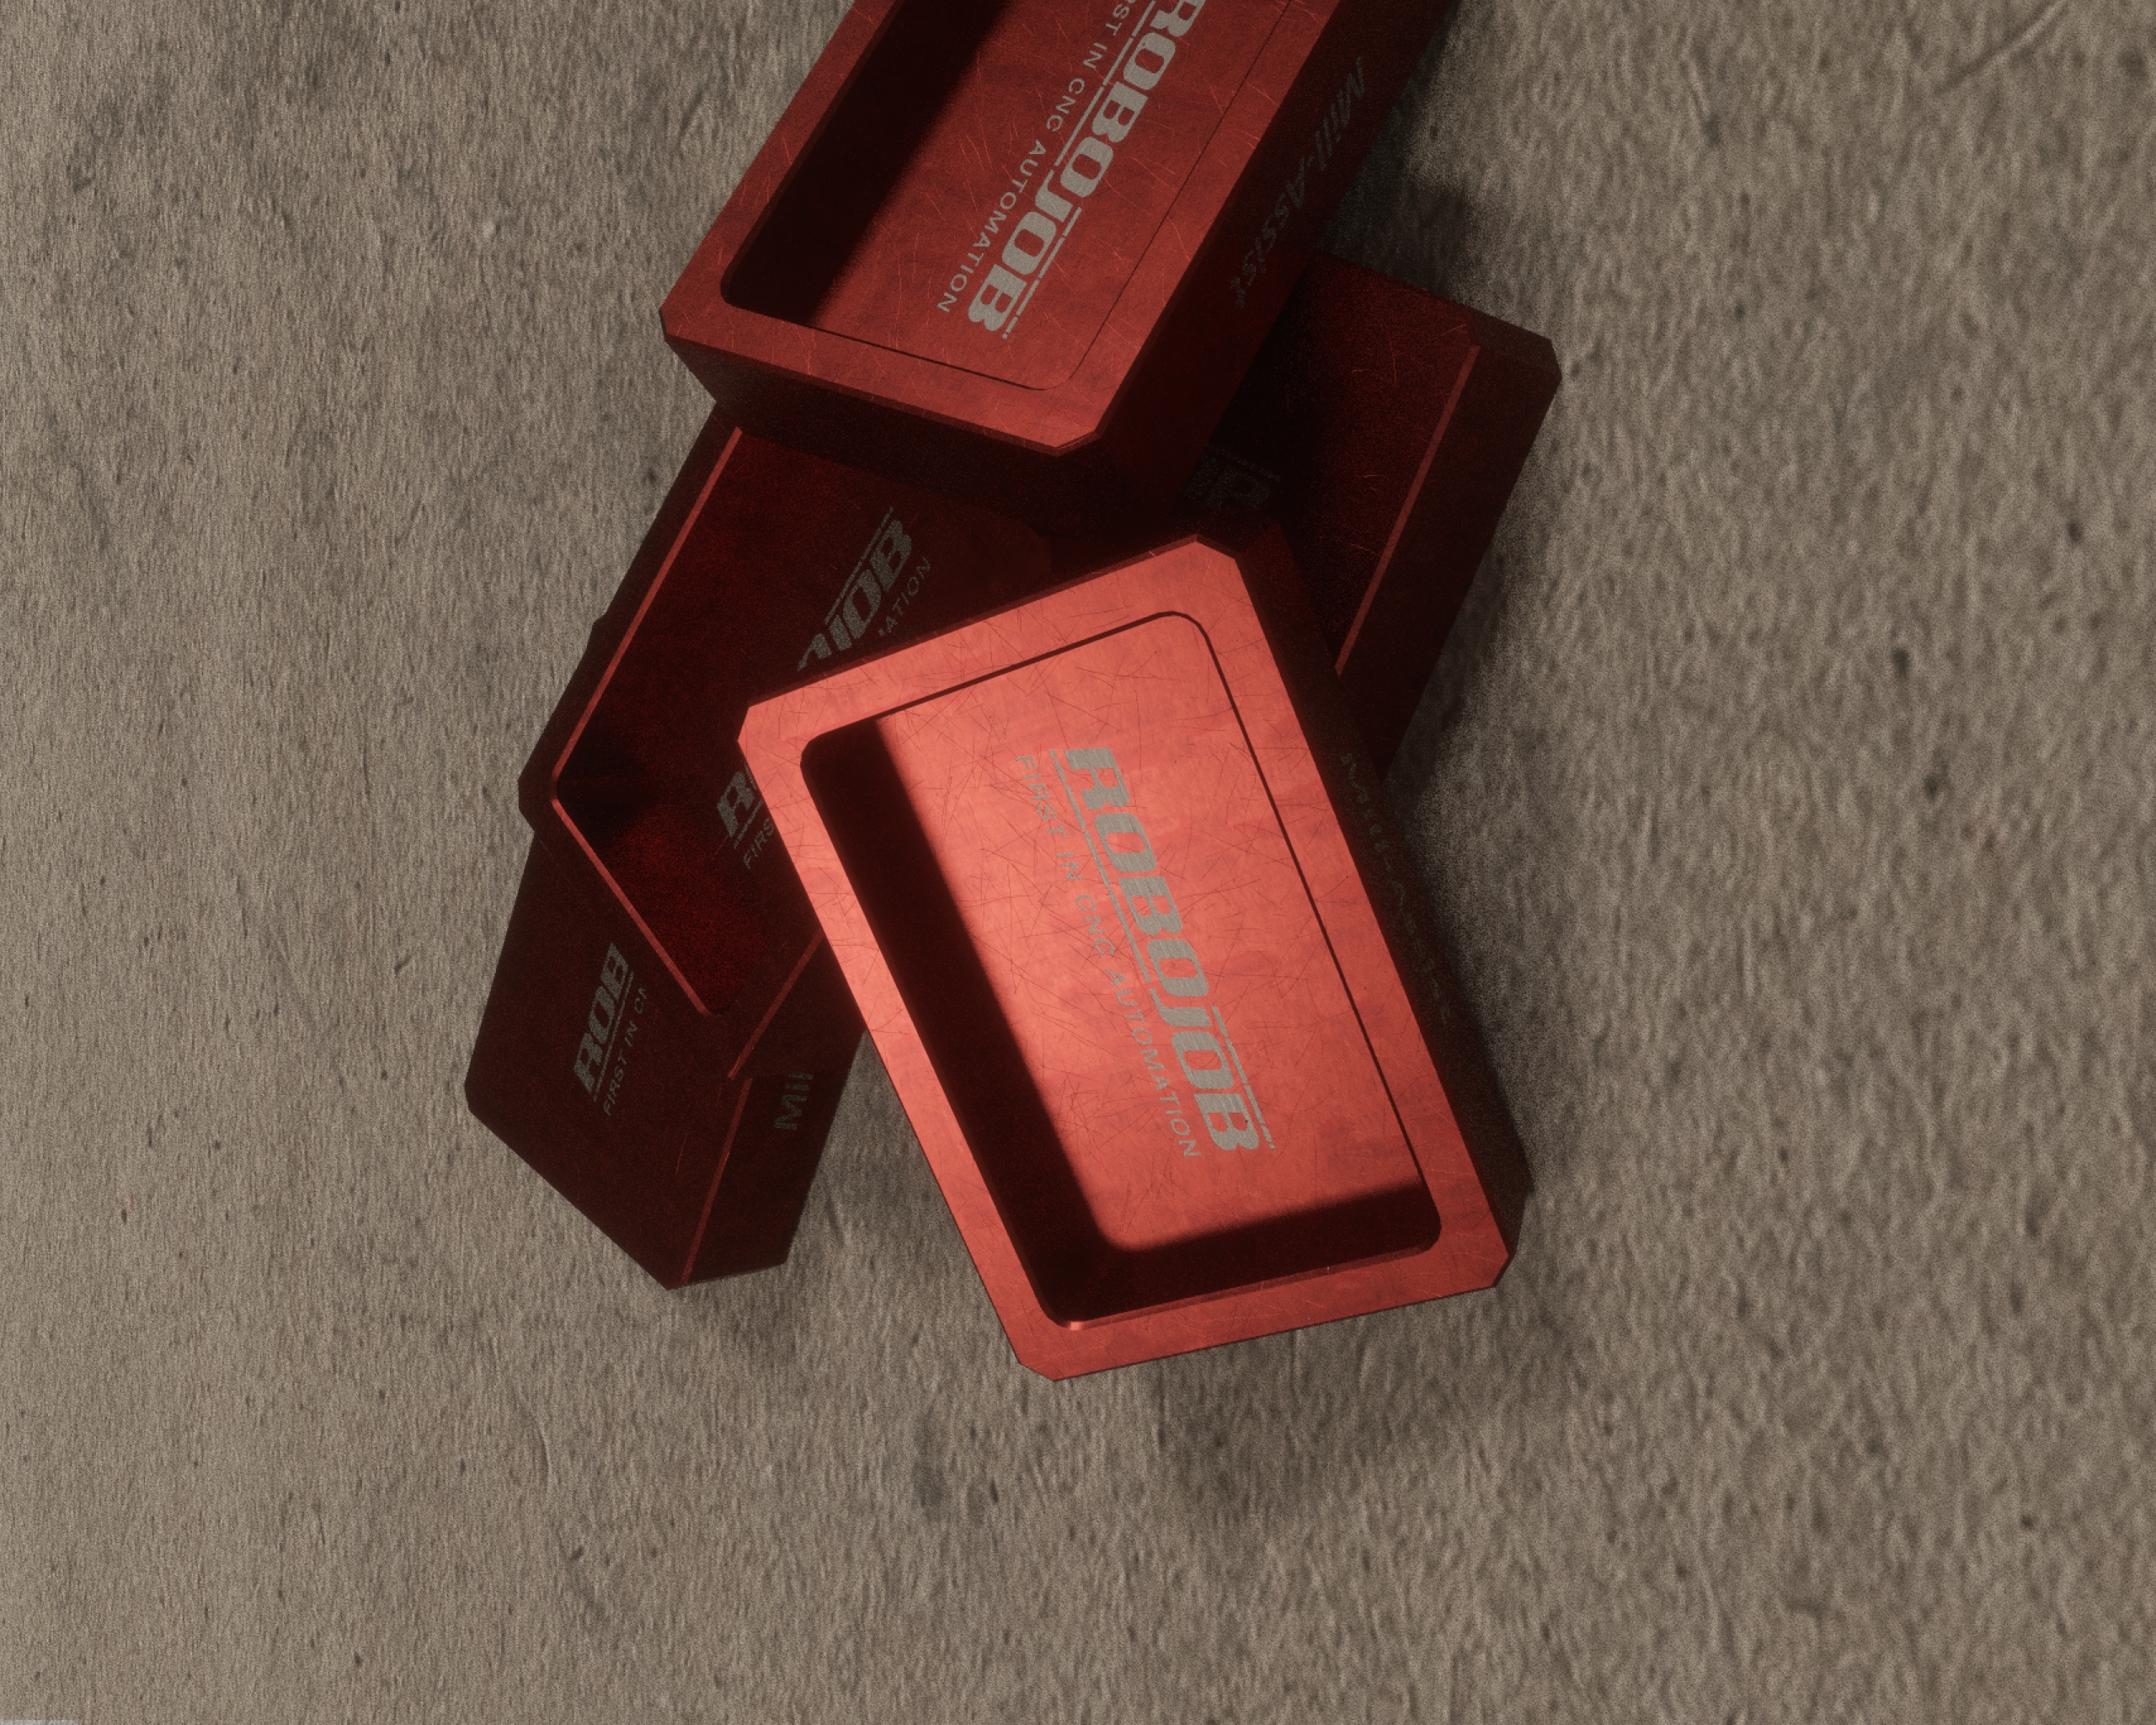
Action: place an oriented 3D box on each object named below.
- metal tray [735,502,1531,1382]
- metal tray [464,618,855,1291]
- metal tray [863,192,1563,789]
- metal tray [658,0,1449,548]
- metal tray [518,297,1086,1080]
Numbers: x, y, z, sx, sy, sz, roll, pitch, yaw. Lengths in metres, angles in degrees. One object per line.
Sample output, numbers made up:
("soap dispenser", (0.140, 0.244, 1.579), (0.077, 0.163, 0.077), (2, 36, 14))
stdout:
("metal tray", (0.011, 0.016, 0.348), (0.090, 0.030, 0.129), (-18, 103, 22))
("metal tray", (-0.088, 0.018, 0.472), (0.090, 0.030, 0.129), (31, 109, 35))
("metal tray", (0.014, -0.076, 0.390), (0.130, 0.030, 0.089), (34, 110, 34))
("metal tray", (-0.001, -0.125, 0.358), (0.090, 0.030, 0.130), (22, 76, 27))
("metal tray", (-0.052, -0.033, 0.405), (0.090, 0.030, 0.129), (49, 118, 28))
